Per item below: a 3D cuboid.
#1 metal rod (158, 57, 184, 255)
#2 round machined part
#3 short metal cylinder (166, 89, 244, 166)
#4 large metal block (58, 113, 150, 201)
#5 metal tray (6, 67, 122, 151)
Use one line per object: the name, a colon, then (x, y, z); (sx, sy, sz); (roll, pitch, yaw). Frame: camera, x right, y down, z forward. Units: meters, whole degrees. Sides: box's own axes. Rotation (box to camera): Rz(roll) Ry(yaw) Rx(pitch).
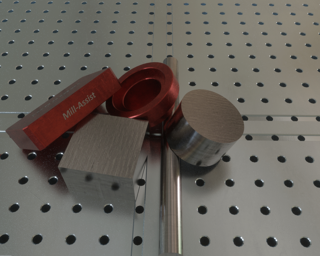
metal rod: (0.014, 0.011, 0.399); (0.025, 0.025, 0.300); (1, 50, 1)
round machined part: (-0.019, -0.038, 0.412); (0.098, 0.042, 0.098); (-17, 46, 19)
short metal cylinder: (0.053, -0.001, 0.375); (0.081, 0.050, 0.080); (13, 48, -15)
large metal block: (-0.060, 0.032, 0.364); (0.080, 0.050, 0.080); (8, 51, 6)
metal tray: (-0.121, -0.025, 0.392); (0.131, 0.030, 0.090); (-44, 24, -30)
